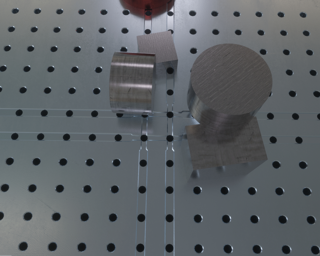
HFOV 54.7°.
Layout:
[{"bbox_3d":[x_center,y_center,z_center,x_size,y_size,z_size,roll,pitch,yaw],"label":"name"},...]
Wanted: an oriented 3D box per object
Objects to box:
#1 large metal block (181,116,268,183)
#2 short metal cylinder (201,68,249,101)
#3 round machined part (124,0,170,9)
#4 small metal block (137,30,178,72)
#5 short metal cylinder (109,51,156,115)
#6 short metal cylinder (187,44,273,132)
[{"bbox_3d":[0.071,0.029,0.372,0.081,0.080,0.050,-8,70,-3],"label":"large metal block"},{"bbox_3d":[0.086,-0.043,0.399,0.080,0.080,0.050,-32,73,-11],"label":"short metal cylinder"},{"bbox_3d":[-0.021,-0.242,0.491,0.099,0.042,0.098,0,70,0],"label":"round machined part"},{"bbox_3d":[-0.004,-0.110,0.452,0.050,0.025,0.050,-11,70,-4],"label":"small metal block"},{"bbox_3d":[-0.033,-0.058,0.403,0.050,0.080,0.080,4,70,1],"label":"short metal cylinder"},{"bbox_3d":[0.071,-0.041,0.329,0.081,0.050,0.080,0,70,0],"label":"short metal cylinder"}]
